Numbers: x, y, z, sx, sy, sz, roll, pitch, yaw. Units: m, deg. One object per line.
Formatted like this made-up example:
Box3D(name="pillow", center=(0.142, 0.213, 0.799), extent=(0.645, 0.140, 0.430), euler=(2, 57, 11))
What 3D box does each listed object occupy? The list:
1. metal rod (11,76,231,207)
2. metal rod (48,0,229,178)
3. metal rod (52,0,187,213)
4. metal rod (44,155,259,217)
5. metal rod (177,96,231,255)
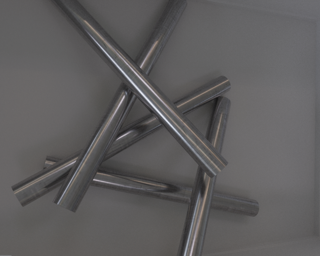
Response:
Box3D(name="metal rod", center=(-0.028, 0.004, 0.383), extent=(0.302, 0.025, 0.025), euler=(-29, 100, -24))
Box3D(name="metal rod", center=(-0.037, -0.065, 0.344), extent=(0.025, 0.025, 0.300), euler=(-40, 83, -16))
Box3D(name="metal rod", center=(-0.035, -0.046, 0.365), extent=(0.025, 0.025, 0.300), euler=(33, 67, -17))
Box3D(name="metal rod", center=(0.002, 0.082, 0.411), extent=(0.302, 0.025, 0.025), euler=(15, 85, -20))
Box3D(name="metal rod", center=(0.049, 0.080, 0.360), extent=(0.025, 0.025, 0.300), euler=(32, 54, -17))
